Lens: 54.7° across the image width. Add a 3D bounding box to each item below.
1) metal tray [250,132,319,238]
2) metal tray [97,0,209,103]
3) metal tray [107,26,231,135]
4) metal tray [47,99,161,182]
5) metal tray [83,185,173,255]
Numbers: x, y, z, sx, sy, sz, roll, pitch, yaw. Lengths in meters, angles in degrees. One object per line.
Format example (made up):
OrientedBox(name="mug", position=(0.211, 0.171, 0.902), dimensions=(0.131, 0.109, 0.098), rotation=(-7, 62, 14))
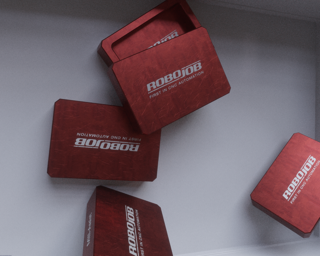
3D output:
OrientedBox(name="metal tray", position=(0.206, 0.079, 0.453), dimensions=(0.130, 0.090, 0.030), rotation=(-50, 146, -13))
OrientedBox(name="metal tray", position=(-0.003, -0.103, 0.406), dimensions=(0.131, 0.030, 0.090), rotation=(-38, 102, -16))
OrientedBox(name="metal tray", position=(0.014, -0.058, 0.380), dimensions=(0.131, 0.030, 0.090), rotation=(-28, 99, -18))
OrientedBox(name="metal tray", position=(-0.066, 0.017, 0.383), dimensions=(0.131, 0.030, 0.089), rotation=(6, 88, -20))
OrientedBox(name="metal tray", position=(-0.035, 0.123, 0.342), dimensions=(0.090, 0.130, 0.030), rotation=(23, 107, -19))
